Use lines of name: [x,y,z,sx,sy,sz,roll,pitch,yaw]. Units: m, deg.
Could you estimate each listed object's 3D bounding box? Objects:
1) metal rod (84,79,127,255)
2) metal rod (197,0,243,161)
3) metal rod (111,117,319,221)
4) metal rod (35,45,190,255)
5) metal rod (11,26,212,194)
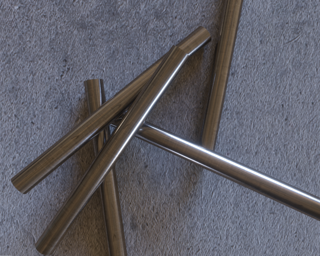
metal rod: [-0.067,0.085,0.409,0.025,0.025,0.298,-8,90,0]
metal rod: [0.084,-0.099,0.410,0.025,0.025,0.298,11,90,0]
metal rod: [0.076,0.046,0.379,0.301,0.025,0.025,24,90,12]
metal rod: [-0.060,0.030,0.381,0.025,0.025,0.299,35,94,0]
metal rod: [-0.054,-0.028,0.388,0.301,0.025,0.025,-41,90,-9]
